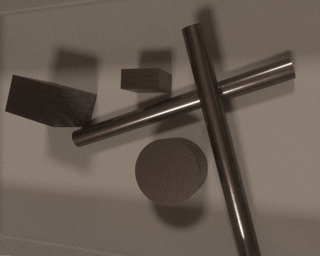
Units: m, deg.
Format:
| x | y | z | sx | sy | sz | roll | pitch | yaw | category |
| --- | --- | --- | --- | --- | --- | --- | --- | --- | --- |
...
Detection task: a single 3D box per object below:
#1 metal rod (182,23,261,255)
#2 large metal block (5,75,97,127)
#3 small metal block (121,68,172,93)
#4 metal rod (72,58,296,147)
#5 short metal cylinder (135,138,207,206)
| x | y | z | sx | sy | sz | roll | pitch | yaw | category |
| --- | --- | --- | --- | --- | --- | --- | --- | --- | --- |
| 0.075 | 0.028 | 0.365 | 0.025 | 0.025 | 0.298 | -14 | 93 | 19 | metal rod |
| -0.149 | -0.036 | 0.432 | 0.080 | 0.080 | 0.050 | 16 | 96 | 19 | large metal block |
| -0.017 | -0.061 | 0.402 | 0.050 | 0.050 | 0.025 | 2 | 91 | 19 | small metal block |
| 0.016 | -0.027 | 0.404 | 0.301 | 0.025 | 0.025 | -17 | 84 | 18 | metal rod |
| 0.016 | 0.052 | 0.391 | 0.080 | 0.050 | 0.079 | 0 | 90 | 19 | short metal cylinder |
